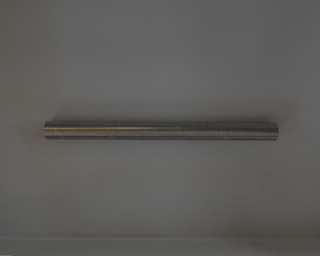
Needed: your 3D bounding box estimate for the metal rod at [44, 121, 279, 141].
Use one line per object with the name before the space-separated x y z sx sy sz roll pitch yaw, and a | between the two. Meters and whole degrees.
metal rod | 0.002 0.004 0.411 0.302 0.025 0.025 0 110 -1
